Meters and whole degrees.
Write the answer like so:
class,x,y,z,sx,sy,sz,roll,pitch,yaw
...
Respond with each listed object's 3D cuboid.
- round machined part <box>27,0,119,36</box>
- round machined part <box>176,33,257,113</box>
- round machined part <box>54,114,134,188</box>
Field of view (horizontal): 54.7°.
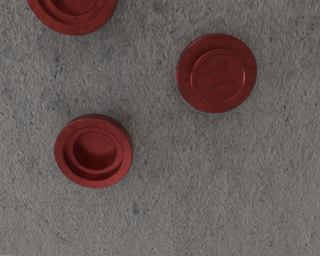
class,x,y,z,sx,sy,sz,roll,pitch,yaw
round machined part,-0.094,-0.154,0.343,0.099,0.042,0.097,0,110,0
round machined part,0.070,-0.064,0.378,0.099,0.042,0.097,0,110,0
round machined part,-0.084,0.027,0.410,0.099,0.042,0.097,0,110,0
